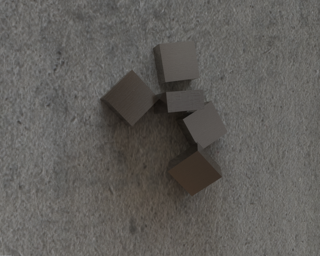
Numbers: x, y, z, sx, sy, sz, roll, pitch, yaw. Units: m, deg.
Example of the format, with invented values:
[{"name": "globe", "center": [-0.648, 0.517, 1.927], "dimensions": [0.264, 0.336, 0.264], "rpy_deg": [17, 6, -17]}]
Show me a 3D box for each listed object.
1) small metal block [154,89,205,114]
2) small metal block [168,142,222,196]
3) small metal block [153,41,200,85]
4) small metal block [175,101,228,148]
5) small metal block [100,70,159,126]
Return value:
[{"name": "small metal block", "center": [0.023, -0.034, 0.405], "dimensions": [0.050, 0.050, 0.025], "rpy_deg": [-7, 93, -20]}, {"name": "small metal block", "center": [0.046, 0.055, 0.415], "dimensions": [0.050, 0.025, 0.050], "rpy_deg": [-38, 105, 19]}, {"name": "small metal block", "center": [0.022, -0.088, 0.418], "dimensions": [0.050, 0.025, 0.050], "rpy_deg": [-10, 94, -20]}, {"name": "small metal block", "center": [0.058, -0.003, 0.432], "dimensions": [0.050, 0.025, 0.050], "rpy_deg": [-33, 101, -17]}, {"name": "small metal block", "center": [-0.039, -0.037, 0.395], "dimensions": [0.050, 0.025, 0.050], "rpy_deg": [-47, 105, -14]}]
